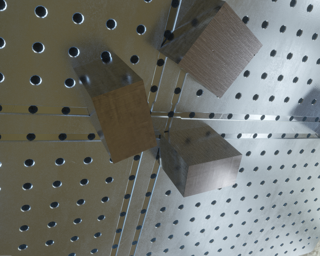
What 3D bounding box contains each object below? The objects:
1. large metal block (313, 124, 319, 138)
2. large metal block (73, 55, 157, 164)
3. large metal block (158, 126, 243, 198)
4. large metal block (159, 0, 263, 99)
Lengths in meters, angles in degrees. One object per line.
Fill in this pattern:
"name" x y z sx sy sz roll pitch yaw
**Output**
"large metal block" 0.350 0.005 0.568 0.050 0.080 0.080 33 100 -38
"large metal block" -0.048 -0.023 0.334 0.050 0.080 0.080 -22 127 -15
"large metal block" 0.052 0.043 0.430 0.081 0.080 0.050 -8 122 -24
"large metal block" 0.060 -0.095 0.368 0.080 0.050 0.080 31 101 -38
